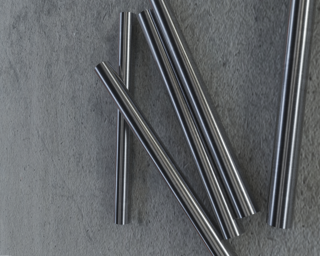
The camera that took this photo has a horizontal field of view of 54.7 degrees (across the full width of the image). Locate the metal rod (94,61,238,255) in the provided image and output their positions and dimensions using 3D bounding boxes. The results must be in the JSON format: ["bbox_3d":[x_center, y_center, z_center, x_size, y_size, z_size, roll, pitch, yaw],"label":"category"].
[{"bbox_3d":[-0.001,0.034,0.387,0.025,0.025,0.299,-45,69,31],"label":"metal rod"}]

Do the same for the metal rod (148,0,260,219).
[{"bbox_3d":[0.044,-0.043,0.368,0.025,0.025,0.299,-32,70,35],"label":"metal rod"}]

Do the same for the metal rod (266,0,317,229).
[{"bbox_3d":[0.129,-0.053,0.297,0.025,0.025,0.298,7,95,40],"label":"metal rod"}]

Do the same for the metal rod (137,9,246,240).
[{"bbox_3d":[0.031,-0.018,0.379,0.025,0.025,0.299,-32,70,35],"label":"metal rod"}]

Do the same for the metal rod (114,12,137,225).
[{"bbox_3d":[-0.050,-0.013,0.446,0.025,0.025,0.298,3,92,40],"label":"metal rod"}]
